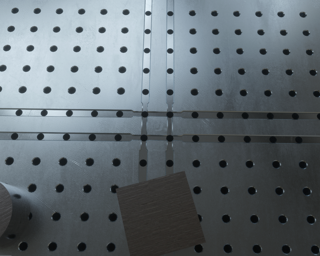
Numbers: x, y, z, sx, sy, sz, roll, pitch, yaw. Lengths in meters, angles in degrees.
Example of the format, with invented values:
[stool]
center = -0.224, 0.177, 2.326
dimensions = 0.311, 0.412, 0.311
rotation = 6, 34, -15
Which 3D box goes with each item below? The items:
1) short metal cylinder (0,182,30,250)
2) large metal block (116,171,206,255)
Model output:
[short metal cylinder]
center = -0.201, 0.101, 0.360
dimensions = 0.081, 0.050, 0.080
rotation = 0, 70, 0
[large metal block]
center = 0.000, 0.103, 0.361
dimensions = 0.081, 0.050, 0.080
rotation = -14, 71, -5
